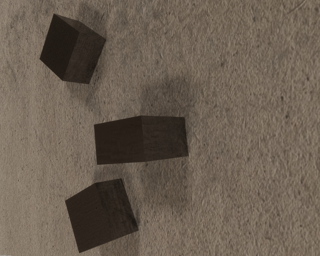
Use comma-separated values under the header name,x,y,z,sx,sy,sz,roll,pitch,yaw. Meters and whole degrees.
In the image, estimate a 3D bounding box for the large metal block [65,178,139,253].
name,x,y,z,sx,sy,sz,roll,pitch,yaw
large metal block,-0.088,0.129,0.459,0.080,0.050,0.080,-33,70,35

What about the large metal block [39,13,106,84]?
name,x,y,z,sx,sy,sz,roll,pitch,yaw
large metal block,-0.144,-0.128,0.504,0.080,0.050,0.079,40,114,32

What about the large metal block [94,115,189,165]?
name,x,y,z,sx,sy,sz,roll,pitch,yaw
large metal block,-0.023,0.016,0.386,0.080,0.081,0.050,-9,85,39
